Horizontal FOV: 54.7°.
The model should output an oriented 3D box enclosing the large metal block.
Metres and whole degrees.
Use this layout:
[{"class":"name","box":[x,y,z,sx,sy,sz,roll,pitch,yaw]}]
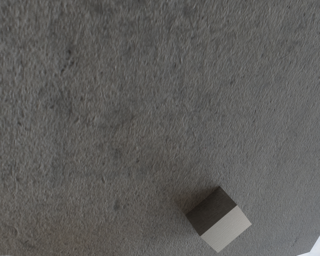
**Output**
[{"class":"large metal block","box":[0.105,0.164,0.552,0.080,0.050,0.080,-40,130,-1]}]
